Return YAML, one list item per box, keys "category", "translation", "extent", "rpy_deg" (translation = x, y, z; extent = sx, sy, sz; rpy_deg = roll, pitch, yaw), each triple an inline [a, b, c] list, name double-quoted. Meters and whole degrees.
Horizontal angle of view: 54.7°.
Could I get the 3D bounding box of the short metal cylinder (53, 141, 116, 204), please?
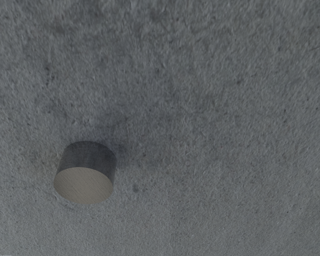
- category: "short metal cylinder"
  translation: [-0.105, 0.065, 0.444]
  extent: [0.081, 0.050, 0.079]
  rpy_deg: [0, 130, 0]
